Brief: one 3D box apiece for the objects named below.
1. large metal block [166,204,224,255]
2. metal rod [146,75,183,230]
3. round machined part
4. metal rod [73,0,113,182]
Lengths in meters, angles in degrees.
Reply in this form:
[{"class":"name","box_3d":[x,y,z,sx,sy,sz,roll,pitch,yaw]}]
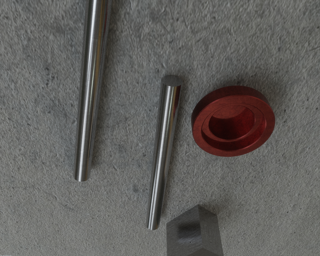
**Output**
[{"class":"large metal block","box_3d":[0.058,0.194,0.537,0.050,0.080,0.080,35,122,-26]},{"class":"metal rod","box_3d":[0.001,0.058,0.456,0.025,0.025,0.298,4,130,-4]},{"class":"round machined part","box_3d":[0.088,-0.012,0.387,0.099,0.042,0.097,-1,130,0]},{"class":"metal rod","box_3d":[-0.084,-0.040,0.371,0.025,0.025,0.298,10,130,-9]}]
